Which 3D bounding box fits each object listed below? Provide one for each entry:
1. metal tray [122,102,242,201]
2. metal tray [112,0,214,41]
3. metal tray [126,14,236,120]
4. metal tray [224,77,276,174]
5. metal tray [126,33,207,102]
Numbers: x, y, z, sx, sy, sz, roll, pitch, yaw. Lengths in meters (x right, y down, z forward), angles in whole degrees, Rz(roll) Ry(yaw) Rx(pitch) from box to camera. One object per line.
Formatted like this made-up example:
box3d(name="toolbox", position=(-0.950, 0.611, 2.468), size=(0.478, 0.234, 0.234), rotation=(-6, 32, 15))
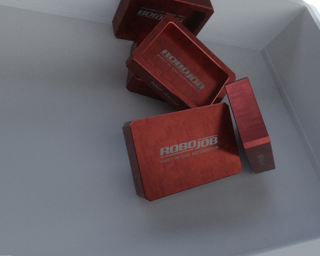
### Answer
box3d(name="metal tray", position=(0.029, 0.025, 0.370), size=(0.131, 0.030, 0.089), rotation=(-12, 91, -23))
box3d(name="metal tray", position=(0.004, -0.169, 0.470), size=(0.131, 0.090, 0.030), rotation=(1, 62, -28))
box3d(name="metal tray", position=(0.031, -0.078, 0.419), size=(0.130, 0.030, 0.090), rotation=(40, 67, -11))
box3d(name="metal tray", position=(0.124, 0.002, 0.418), size=(0.130, 0.030, 0.090), rotation=(45, 31, -59))
box3d(name="metal tray", position=(0.020, -0.081, 0.463), size=(0.131, 0.030, 0.090), rotation=(15, 55, -20))
